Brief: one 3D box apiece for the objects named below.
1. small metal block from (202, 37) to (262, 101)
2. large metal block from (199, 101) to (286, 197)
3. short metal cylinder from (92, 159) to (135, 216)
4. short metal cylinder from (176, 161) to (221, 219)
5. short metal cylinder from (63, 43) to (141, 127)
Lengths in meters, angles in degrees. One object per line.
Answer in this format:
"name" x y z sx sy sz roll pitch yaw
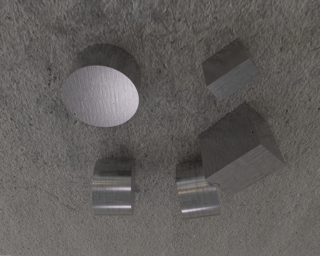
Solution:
"small metal block" 0.076 -0.064 0.337 0.050 0.050 0.025 -33 123 25
"large metal block" 0.100 0.027 0.395 0.050 0.080 0.080 36 122 -26
"short metal cylinder" -0.063 0.084 0.442 0.050 0.080 0.079 0 130 0
"short metal cylinder" 0.055 0.088 0.447 0.050 0.080 0.080 -10 130 8
"short metal cylinder" -0.063 -0.047 0.350 0.081 0.050 0.079 0 130 0
